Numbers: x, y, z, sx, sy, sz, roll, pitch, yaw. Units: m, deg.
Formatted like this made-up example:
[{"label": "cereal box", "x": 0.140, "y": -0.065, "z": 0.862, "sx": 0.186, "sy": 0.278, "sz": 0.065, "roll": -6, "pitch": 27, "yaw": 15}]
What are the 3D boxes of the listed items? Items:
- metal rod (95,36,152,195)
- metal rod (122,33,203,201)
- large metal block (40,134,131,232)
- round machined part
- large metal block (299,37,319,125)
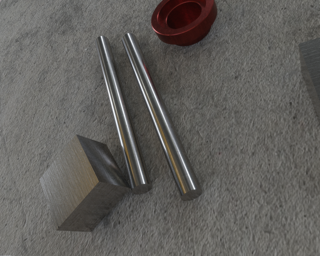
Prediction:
[{"label": "metal rod", "x": -0.062, "y": -0.040, "z": 0.458, "sx": 0.025, "sy": 0.025, "sz": 0.299, "roll": -28, "pitch": 52, "yaw": 10}, {"label": "metal rod", "x": -0.009, "y": -0.037, "z": 0.429, "sx": 0.025, "sy": 0.025, "sz": 0.299, "roll": -29, "pitch": 52, "yaw": 10}, {"label": "large metal block", "x": -0.094, "y": 0.068, "z": 0.381, "sx": 0.080, "sy": 0.050, "sz": 0.080, "roll": -49, "pitch": 50, "yaw": 13}, {"label": "round machined part", "x": 0.040, "y": -0.164, "z": 0.472, "sx": 0.098, "sy": 0.042, "sz": 0.098, "roll": -13, "pitch": 56, "yaw": 20}, {"label": "large metal block", "x": 0.197, "y": -0.054, "z": 0.318, "sx": 0.080, "sy": 0.050, "sz": 0.080, "roll": -14, "pitch": 56, "yaw": 20}]
